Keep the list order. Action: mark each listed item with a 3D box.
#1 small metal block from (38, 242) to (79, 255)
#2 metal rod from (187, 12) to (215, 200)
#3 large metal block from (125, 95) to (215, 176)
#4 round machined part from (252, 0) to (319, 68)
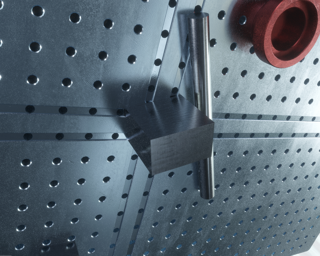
[{"bbox_3d":[-0.150,0.198,0.452,0.050,0.025,0.050,2,117,-30],"label":"small metal block"},{"bbox_3d":[0.062,-0.009,0.441,0.025,0.025,0.298,-21,127,-17],"label":"metal rod"},{"bbox_3d":[0.010,0.005,0.386,0.081,0.080,0.050,-15,125,-21],"label":"large metal block"},{"bbox_3d":[0.162,-0.132,0.409,0.099,0.042,0.097,-14,125,-21],"label":"round machined part"}]
